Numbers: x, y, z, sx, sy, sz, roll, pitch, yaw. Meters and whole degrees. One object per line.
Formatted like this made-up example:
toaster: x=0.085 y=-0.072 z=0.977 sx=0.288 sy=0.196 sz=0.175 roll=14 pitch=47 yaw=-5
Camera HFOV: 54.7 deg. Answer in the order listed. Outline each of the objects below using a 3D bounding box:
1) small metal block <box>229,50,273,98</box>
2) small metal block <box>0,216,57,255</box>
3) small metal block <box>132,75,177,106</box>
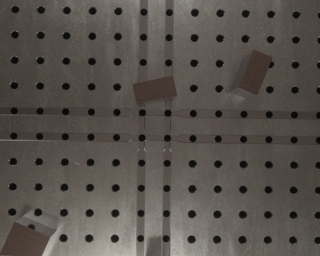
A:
small metal block: x=0.117 y=-0.068 z=0.402 sx=0.025 sy=0.050 sz=0.050 roll=22 pitch=90 yaw=0
small metal block: x=-0.174 y=0.153 z=0.411 sx=0.050 sy=0.025 sz=0.050 roll=24 pitch=90 yaw=-1
small metal block: x=-0.006 y=-0.047 z=0.401 sx=0.050 sy=0.050 sz=0.025 roll=-12 pitch=90 yaw=0
